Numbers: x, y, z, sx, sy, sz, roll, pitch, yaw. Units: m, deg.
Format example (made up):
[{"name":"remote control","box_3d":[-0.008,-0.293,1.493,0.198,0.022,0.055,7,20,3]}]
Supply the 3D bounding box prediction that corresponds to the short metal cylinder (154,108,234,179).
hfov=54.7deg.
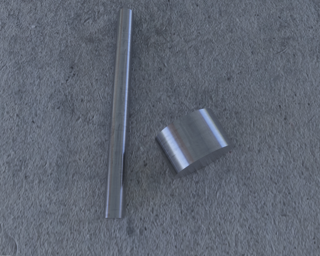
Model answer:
[{"name":"short metal cylinder","box_3d":[0.041,0.020,0.372,0.080,0.080,0.050,-26,72,-9]}]

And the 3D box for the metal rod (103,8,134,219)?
[{"name":"metal rod","box_3d":[-0.053,-0.033,0.419,0.025,0.025,0.299,1,70,0]}]
